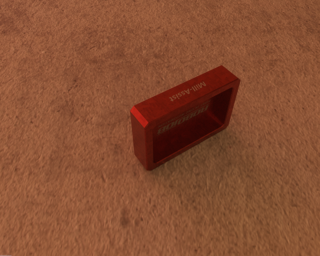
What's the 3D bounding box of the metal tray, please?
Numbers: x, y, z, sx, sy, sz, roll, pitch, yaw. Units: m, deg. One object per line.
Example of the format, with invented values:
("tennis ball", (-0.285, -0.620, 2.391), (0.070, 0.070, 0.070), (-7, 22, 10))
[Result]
("metal tray", (0.031, -0.011, 0.370), (0.131, 0.089, 0.030), (-27, 56, -21))
